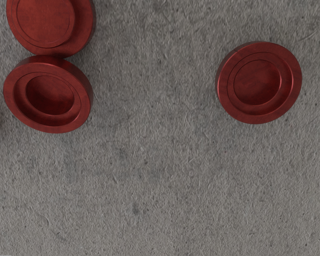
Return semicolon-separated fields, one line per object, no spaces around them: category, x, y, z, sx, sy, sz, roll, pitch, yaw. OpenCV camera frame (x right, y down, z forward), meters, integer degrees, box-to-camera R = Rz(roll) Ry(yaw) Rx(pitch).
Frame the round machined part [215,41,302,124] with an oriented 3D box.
round machined part;0.116;-0.057;0.380;0.099;0.042;0.097;0;110;0

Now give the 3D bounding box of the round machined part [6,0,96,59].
round machined part;-0.126;-0.127;0.353;0.099;0.042;0.097;0;110;0

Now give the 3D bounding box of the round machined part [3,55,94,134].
round machined part;-0.130;-0.044;0.374;0.099;0.042;0.097;0;128;0
